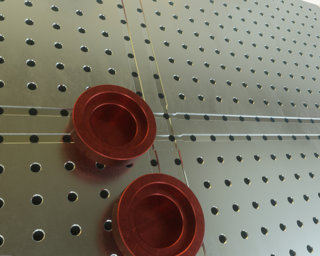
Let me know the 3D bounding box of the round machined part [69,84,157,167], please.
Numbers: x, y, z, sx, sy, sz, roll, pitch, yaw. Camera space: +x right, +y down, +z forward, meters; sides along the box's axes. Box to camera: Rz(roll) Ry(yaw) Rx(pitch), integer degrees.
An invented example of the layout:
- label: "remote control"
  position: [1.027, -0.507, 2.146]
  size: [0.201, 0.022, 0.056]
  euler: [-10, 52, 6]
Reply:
- label: "round machined part"
  position: [-0.057, 0.000, 0.366]
  size: [0.099, 0.042, 0.098]
  euler: [13, 56, -21]

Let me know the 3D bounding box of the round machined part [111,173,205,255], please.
- label: "round machined part"
  position: [-0.005, 0.101, 0.332]
  size: [0.099, 0.042, 0.098]
  euler: [13, 56, -21]
